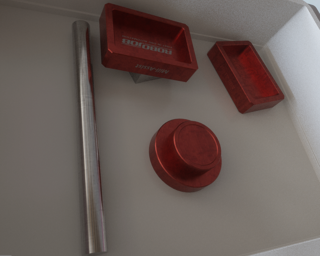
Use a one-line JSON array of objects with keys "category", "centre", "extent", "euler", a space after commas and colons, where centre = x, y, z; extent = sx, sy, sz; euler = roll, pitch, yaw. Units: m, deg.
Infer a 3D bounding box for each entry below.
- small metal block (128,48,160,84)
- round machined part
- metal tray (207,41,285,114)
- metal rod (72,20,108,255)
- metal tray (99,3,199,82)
[{"category": "small metal block", "centre": [-0.022, -0.097, 0.454], "extent": [0.050, 0.025, 0.050], "euler": [-18, 72, -35]}, {"category": "round machined part", "centre": [0.039, 0.029, 0.400], "extent": [0.099, 0.042, 0.098], "euler": [14, 56, -21]}, {"category": "metal tray", "centre": [0.149, -0.093, 0.541], "extent": [0.091, 0.030, 0.130], "euler": [-12, 68, -33]}, {"category": "metal rod", "centre": [-0.087, -0.010, 0.365], "extent": [0.025, 0.025, 0.299], "euler": [4, 60, -27]}, {"category": "metal tray", "centre": [-0.016, -0.118, 0.435], "extent": [0.131, 0.030, 0.090], "euler": [6, 59, -26]}]
